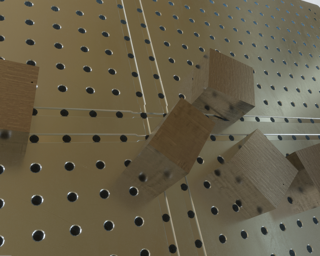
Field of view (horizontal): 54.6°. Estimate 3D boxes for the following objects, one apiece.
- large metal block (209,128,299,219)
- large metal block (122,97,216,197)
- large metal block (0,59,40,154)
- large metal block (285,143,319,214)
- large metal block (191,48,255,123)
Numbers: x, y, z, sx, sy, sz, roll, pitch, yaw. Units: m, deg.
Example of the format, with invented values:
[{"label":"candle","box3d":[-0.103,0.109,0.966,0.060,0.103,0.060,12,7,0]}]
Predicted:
[{"label":"large metal block","box3d":[0.128,0.061,0.423,0.080,0.050,0.080,48,51,5]},{"label":"large metal block","box3d":[0.010,0.024,0.363,0.050,0.080,0.080,38,51,-3]},{"label":"large metal block","box3d":[-0.172,-0.024,0.314,0.081,0.050,0.080,9,58,-23]},{"label":"large metal block","box3d":[0.231,0.073,0.471,0.081,0.050,0.080,-11,67,-33]},{"label":"large metal block","box3d":[0.098,-0.066,0.484,0.080,0.050,0.080,20,54,-16]}]
